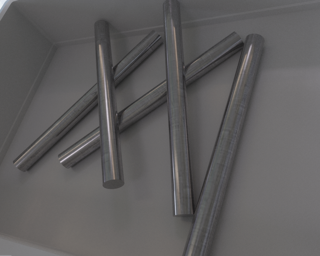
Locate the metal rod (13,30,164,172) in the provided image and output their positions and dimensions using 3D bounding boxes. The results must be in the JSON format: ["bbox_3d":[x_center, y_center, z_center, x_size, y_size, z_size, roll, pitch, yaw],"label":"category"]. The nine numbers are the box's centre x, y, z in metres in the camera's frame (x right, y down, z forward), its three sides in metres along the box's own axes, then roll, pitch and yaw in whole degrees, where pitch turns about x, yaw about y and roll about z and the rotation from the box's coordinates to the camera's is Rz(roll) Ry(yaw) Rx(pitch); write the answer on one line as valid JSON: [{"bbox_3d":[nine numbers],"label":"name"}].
[{"bbox_3d":[-0.111,-0.044,0.491,0.300,0.025,0.025,-44,51,-3],"label":"metal rod"}]

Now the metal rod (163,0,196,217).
[{"bbox_3d":[0.021,-0.042,0.394,0.025,0.025,0.299,-12,65,22],"label":"metal rod"}]

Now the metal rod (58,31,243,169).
[{"bbox_3d":[-0.016,-0.036,0.436,0.300,0.025,0.025,-35,51,5],"label":"metal rod"}]

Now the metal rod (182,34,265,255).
[{"bbox_3d":[0.077,0.014,0.356,0.025,0.025,0.300,7,65,31],"label":"metal rod"}]

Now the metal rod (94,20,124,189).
[{"bbox_3d":[-0.077,-0.055,0.446,0.025,0.025,0.299,-22,53,15],"label":"metal rod"}]
